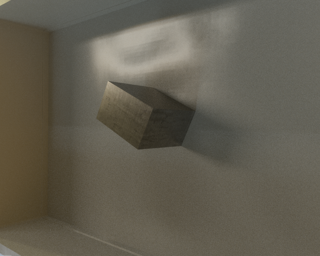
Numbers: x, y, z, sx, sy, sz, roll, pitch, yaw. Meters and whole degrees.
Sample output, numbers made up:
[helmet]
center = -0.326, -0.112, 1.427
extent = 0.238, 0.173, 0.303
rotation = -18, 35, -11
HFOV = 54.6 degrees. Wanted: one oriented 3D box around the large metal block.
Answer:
[large metal block]
center = -0.017, -0.016, 0.386
extent = 0.080, 0.081, 0.050
rotation = 33, 111, 35
